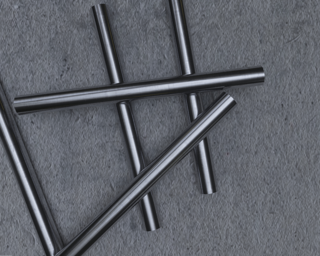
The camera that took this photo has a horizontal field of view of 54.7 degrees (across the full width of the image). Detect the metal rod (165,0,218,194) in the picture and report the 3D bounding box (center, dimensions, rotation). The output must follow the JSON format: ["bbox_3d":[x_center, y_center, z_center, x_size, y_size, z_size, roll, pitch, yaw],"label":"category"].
[{"bbox_3d":[0.039,-0.063,0.409,0.025,0.025,0.298,-10,90,0],"label":"metal rod"}]

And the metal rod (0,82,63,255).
[{"bbox_3d":[-0.188,0.036,0.408,0.025,0.025,0.299,-21,90,0],"label":"metal rod"}]

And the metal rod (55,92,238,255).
[{"bbox_3d":[-0.020,0.069,0.383,0.300,0.025,0.025,-44,90,0],"label":"metal rod"}]

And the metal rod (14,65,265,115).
[{"bbox_3d":[-0.024,-0.047,0.383,0.302,0.025,0.025,-7,90,0],"label":"metal rod"}]

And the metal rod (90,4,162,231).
[{"bbox_3d":[-0.044,-0.013,0.409,0.025,0.025,0.298,-14,90,0],"label":"metal rod"}]
